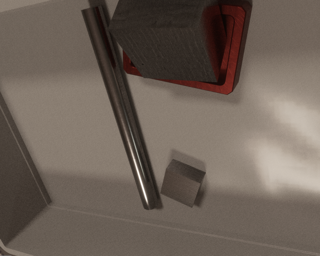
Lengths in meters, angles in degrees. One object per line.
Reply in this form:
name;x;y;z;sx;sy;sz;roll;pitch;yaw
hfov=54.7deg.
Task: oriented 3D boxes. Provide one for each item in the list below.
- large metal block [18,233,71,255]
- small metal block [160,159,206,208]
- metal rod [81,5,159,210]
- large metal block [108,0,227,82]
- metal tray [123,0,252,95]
large metal block;-0.262;0.293;0.711;0.080;0.050;0.080;-23;106;36
small metal block;0.032;0.078;0.439;0.050;0.025;0.050;22;127;14
metal rod;-0.047;-0.010;0.425;0.025;0.025;0.298;0;119;28
large metal block;0.012;-0.087;0.290;0.080;0.050;0.080;7;160;24
metal tray;0.023;-0.094;0.333;0.130;0.030;0.089;15;125;19
